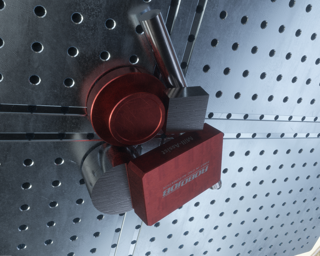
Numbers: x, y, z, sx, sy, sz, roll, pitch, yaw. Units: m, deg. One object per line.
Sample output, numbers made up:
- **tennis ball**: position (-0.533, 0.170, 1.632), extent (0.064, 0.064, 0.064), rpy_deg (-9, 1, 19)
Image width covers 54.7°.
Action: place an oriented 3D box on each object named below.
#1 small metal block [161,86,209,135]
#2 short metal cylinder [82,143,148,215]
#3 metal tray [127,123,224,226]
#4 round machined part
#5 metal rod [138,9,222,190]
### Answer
- **small metal block**: position (0.028, -0.022, 0.378), extent (0.050, 0.025, 0.050), rpy_deg (-7, 124, -19)
- **short metal cylinder**: position (-0.055, 0.064, 0.399), extent (0.081, 0.050, 0.079), rpy_deg (-14, 124, -21)
- **metal tray**: position (0.025, 0.058, 0.403), extent (0.131, 0.030, 0.089), rpy_deg (-25, 129, -29)
- **round machined part**: position (-0.032, -0.019, 0.365), extent (0.099, 0.042, 0.097), rpy_deg (-13, 124, -20)
- **metal rod**: position (0.039, -0.014, 0.420), extent (0.025, 0.025, 0.299), rpy_deg (-32, 129, -8)
